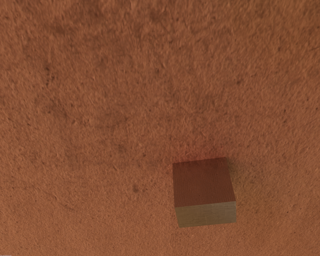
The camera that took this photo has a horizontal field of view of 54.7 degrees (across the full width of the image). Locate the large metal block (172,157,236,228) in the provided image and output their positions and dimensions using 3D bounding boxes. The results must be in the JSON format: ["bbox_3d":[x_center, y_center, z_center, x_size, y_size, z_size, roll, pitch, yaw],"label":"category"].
[{"bbox_3d":[0.063,0.093,0.451,0.080,0.080,0.050,-7,130,6],"label":"large metal block"}]
